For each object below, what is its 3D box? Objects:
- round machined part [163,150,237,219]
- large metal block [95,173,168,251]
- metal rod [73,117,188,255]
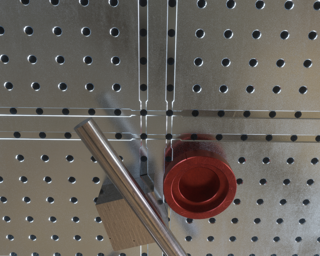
[{"bbox_3d":[0.053,0.074,0.432,0.099,0.042,0.097,0,110,0],"label":"round machined part"},{"bbox_3d":[-0.036,0.120,0.444,0.080,0.050,0.080,-14,110,5],"label":"large metal block"},{"bbox_3d":[-0.014,0.115,0.402,0.025,0.025,0.299,-29,108,10],"label":"metal rod"}]
